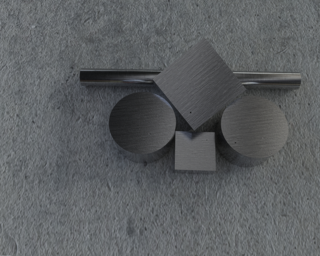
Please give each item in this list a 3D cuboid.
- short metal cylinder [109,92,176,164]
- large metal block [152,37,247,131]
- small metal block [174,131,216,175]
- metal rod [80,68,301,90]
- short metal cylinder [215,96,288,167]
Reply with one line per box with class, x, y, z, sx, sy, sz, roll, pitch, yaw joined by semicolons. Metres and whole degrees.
short metal cylinder;-0.021;0.001;0.395;0.081;0.050;0.080;0;70;0
large metal block;0.048;-0.053;0.397;0.080;0.050;0.080;-39;91;1
small metal block;0.044;0.032;0.398;0.050;0.025;0.050;2;70;0
metal rod;0.042;-0.069;0.434;0.302;0.025;0.025;1;70;0
short metal cylinder;0.113;0.006;0.394;0.081;0.050;0.080;0;70;0
